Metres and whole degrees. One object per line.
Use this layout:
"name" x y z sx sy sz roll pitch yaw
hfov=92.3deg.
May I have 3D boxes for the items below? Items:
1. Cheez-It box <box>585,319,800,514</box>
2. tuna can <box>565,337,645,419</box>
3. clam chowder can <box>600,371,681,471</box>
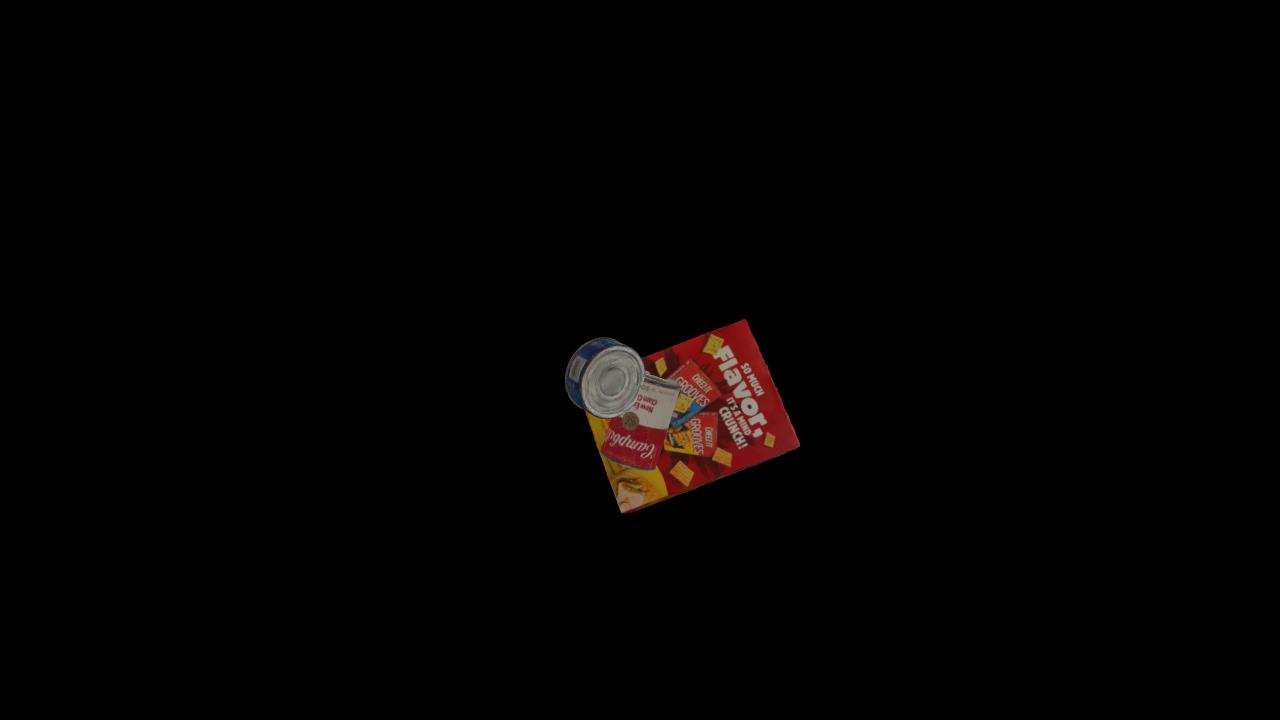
"Cheez-It box" 0.055 0.068 0.741 0.223 0.166 0.071 -22 -14 3
"tuna can" -0.036 0.020 0.658 0.084 0.084 0.034 0 14 -35
"clam chowder can" 0.001 0.067 0.702 0.068 0.102 0.068 17 5 -2
